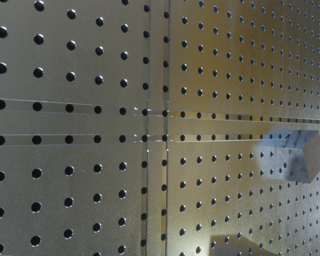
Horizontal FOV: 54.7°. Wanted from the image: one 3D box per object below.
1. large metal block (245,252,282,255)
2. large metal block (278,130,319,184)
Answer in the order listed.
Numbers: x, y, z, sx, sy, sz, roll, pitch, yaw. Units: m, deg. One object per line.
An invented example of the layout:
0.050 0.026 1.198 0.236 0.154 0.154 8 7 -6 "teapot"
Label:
0.207 0.260 0.551 0.081 0.080 0.050 15 81 -39 "large metal block"
0.297 0.058 0.647 0.081 0.050 0.080 -33 111 -35 "large metal block"
